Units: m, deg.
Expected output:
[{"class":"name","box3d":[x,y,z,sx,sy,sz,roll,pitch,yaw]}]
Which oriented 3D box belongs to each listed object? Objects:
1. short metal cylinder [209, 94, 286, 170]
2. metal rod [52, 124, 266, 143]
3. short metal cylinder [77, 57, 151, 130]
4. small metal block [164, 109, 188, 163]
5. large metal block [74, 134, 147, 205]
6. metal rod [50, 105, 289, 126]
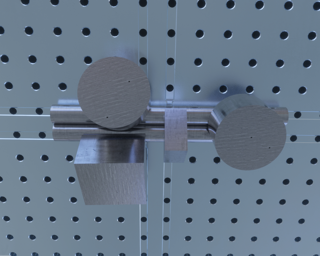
[{"class":"short metal cylinder","box3d":[0.102,0.004,0.372,0.081,0.050,0.079,0,110,0]},{"class":"metal rod","box3d":[0.012,0.007,0.412,0.302,0.025,0.025,1,110,-1]},{"class":"short metal cylinder","box3d":[-0.051,-0.038,0.366,0.081,0.050,0.080,0,86,-1]},{"class":"small metal block","box3d":[0.018,0.011,0.370,0.025,0.050,0.050,1,68,-1]},{"class":"large metal block","box3d":[-0.059,0.055,0.401,0.081,0.050,0.079,-1,130,0]},{"class":"metal rod","box3d":[0.013,-0.017,0.404,0.302,0.025,0.025,1,110,-1]}]
